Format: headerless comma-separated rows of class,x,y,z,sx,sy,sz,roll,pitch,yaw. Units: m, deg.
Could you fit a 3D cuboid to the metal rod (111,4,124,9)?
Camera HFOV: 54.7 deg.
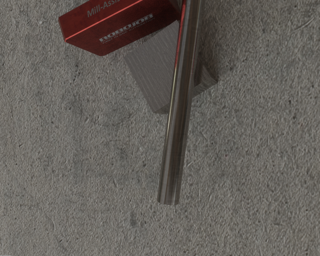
metal rod,0.023,-0.257,0.400,0.299,0.025,0.025,-44,77,14

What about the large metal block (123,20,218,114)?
large metal block,0.014,-0.072,0.390,0.080,0.050,0.080,-31,80,17

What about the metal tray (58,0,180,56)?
metal tray,-0.047,-0.138,0.389,0.130,0.090,0.030,-20,84,18

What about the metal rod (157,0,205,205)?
metal rod,0.028,-0.064,0.345,0.025,0.025,0.298,8,93,19
